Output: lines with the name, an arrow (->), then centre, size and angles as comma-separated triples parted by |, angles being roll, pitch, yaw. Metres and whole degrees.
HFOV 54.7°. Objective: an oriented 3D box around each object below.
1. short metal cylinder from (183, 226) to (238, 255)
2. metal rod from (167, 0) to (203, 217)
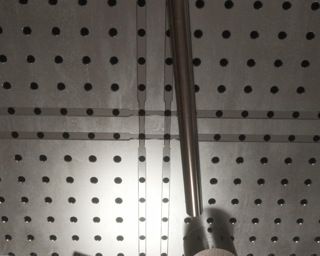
short metal cylinder -> 0.078, 0.199, 0.475 | 0.081, 0.050, 0.079 | 0, 110, -1
metal rod -> 0.036, -0.015, 0.408 | 0.025, 0.025, 0.298 | -6, 110, 2
